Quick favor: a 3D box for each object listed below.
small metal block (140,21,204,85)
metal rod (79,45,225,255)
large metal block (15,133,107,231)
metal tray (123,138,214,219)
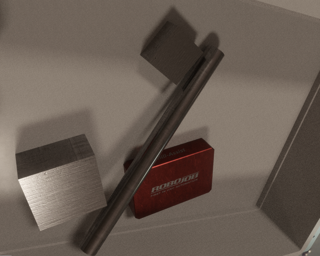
[{"bbox_3d":[0.014,-0.087,0.364,0.050,0.025,0.050,34,99,-39],"label":"small metal block"},{"bbox_3d":[-0.011,0.028,0.392,0.025,0.025,0.299,32,91,-39],"label":"metal rod"},{"bbox_3d":[-0.115,0.063,0.368,0.081,0.050,0.079,-18,124,-19],"label":"large metal block"},{"bbox_3d":[0.016,0.075,0.462,0.131,0.030,0.089,-16,125,-20],"label":"metal tray"}]
